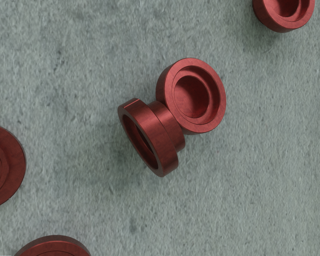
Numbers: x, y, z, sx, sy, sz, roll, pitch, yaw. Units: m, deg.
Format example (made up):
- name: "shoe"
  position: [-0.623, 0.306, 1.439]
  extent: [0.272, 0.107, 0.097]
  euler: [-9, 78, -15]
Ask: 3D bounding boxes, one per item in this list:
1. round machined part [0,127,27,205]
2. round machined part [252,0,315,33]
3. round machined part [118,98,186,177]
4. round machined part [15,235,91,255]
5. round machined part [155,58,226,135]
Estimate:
- name: "round machined part"
  position: [-0.196, 0.042, 0.328]
  extent: [0.099, 0.042, 0.097]
  euler: [0, 90, -21]
- name: "round machined part"
  position: [0.180, -0.192, 0.468]
  extent: [0.099, 0.042, 0.097]
  euler: [0, 90, -21]
- name: "round machined part"
  position: [-0.007, 0.006, 0.368]
  extent: [0.042, 0.098, 0.098]
  euler: [-32, 101, -16]
- name: "round machined part"
  position: [-0.125, 0.171, 0.354]
  extent: [0.099, 0.042, 0.097]
  euler: [0, 90, -21]
- name: "round machined part"
  position: [0.036, -0.039, 0.407]
  extent: [0.099, 0.042, 0.097]
  euler: [6, 79, -31]
